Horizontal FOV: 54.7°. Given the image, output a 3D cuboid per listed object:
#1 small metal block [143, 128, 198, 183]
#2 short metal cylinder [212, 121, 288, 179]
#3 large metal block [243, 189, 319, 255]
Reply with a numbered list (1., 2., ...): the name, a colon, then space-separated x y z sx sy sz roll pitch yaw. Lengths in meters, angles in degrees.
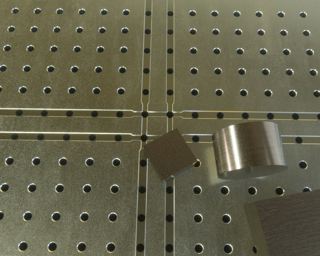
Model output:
1. small metal block: 0.012 0.036 0.399 0.050 0.025 0.050 -28 73 -10
2. short metal cylinder: 0.106 0.030 0.372 0.081 0.080 0.050 -5 70 -2
3. large metal block: 0.152 0.120 0.355 0.081 0.050 0.080 -10 70 -4
